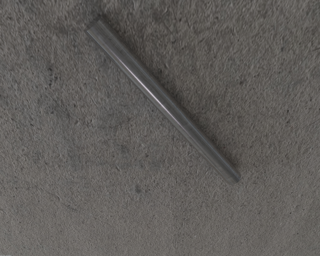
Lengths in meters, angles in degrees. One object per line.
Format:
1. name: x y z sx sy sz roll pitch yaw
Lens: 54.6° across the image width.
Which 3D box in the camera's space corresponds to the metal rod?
1. metal rod: 0.022 -0.015 0.393 0.025 0.025 0.300 -30 124 23
